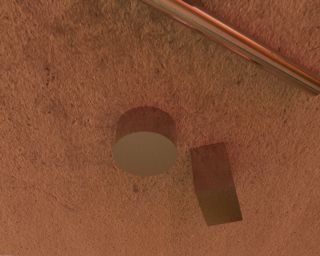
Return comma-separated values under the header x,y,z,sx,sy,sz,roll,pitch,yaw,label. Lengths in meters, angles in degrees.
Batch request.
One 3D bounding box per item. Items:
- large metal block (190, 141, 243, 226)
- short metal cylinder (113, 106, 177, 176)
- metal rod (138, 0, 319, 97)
x,y,z,sx,sy,sz,roll,pitch,yaw,label
0.079,0.079,0.440,0.050,0.080,0.080,-13,129,10,large metal block
-0.019,0.018,0.406,0.081,0.050,0.079,0,130,0,short metal cylinder
0.055,-0.104,0.319,0.302,0.025,0.025,23,126,-19,metal rod
